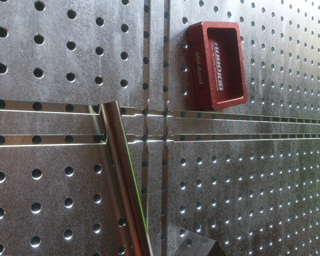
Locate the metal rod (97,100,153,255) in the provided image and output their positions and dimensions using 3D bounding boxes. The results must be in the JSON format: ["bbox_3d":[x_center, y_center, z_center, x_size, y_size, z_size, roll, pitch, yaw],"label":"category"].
[{"bbox_3d":[-0.031,0.114,0.384,0.025,0.025,0.298,-20,103,-39],"label":"metal rod"}]

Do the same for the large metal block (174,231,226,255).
[{"bbox_3d":[0.057,0.212,0.444,0.080,0.050,0.080,-47,118,-30],"label":"large metal block"}]

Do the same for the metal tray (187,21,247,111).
[{"bbox_3d":[0.092,-0.097,0.485,0.091,0.030,0.129,-15,99,-39],"label":"metal tray"}]
